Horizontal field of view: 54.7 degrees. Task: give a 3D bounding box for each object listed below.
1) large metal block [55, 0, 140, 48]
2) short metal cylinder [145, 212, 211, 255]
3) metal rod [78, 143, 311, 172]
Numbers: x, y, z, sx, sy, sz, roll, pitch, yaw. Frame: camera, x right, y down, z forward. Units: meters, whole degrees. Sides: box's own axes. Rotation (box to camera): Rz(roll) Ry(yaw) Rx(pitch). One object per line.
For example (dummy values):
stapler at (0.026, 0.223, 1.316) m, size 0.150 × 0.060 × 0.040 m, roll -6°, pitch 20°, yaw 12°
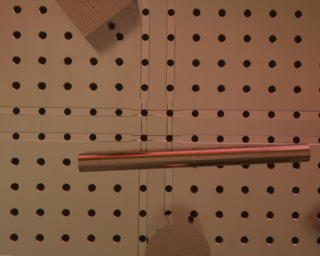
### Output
large metal block at (-0.084, -0.166, 0.400) m, size 0.080 × 0.050 × 0.080 m, roll -38°, pitch 90°, yaw 0°
short metal cylinder at (0.022, 0.156, 0.401) m, size 0.081 × 0.050 × 0.080 m, roll 0°, pitch 90°, yaw 0°
metal rod at (0.045, 0.040, 0.413) m, size 0.302 × 0.025 × 0.025 m, roll -3°, pitch 90°, yaw 0°
